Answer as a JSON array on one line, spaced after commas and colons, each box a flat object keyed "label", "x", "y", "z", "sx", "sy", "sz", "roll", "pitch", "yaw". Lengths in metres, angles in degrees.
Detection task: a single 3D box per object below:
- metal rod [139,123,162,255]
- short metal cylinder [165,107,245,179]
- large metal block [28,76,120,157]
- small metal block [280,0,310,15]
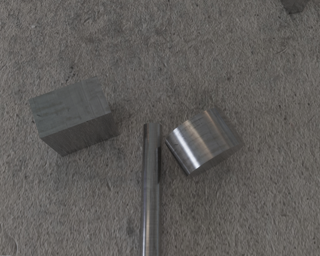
[{"label": "metal rod", "x": -0.011, "y": 0.138, "z": 0.357, "sx": 0.025, "sy": 0.025, "sz": 0.299, "roll": 0, "pitch": 70, "yaw": 0}, {"label": "short metal cylinder", "x": 0.053, "y": 0.019, "z": 0.372, "sx": 0.080, "sy": 0.080, "sz": 0.050, "roll": -28, "pitch": 73, "yaw": -10}, {"label": "large metal block", "x": -0.101, "y": -0.011, "z": 0.382, "sx": 0.080, "sy": 0.080, "sz": 0.050, "roll": -21, "pitch": 72, "yaw": -8}, {"label": "small metal block", "x": 0.207, "y": -0.212, "z": 0.474, "sx": 0.025, "sy": 0.050, "sz": 0.050, "roll": -13, "pitch": 71, "yaw": -5}]
